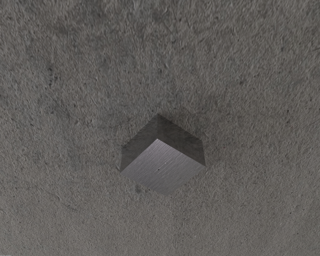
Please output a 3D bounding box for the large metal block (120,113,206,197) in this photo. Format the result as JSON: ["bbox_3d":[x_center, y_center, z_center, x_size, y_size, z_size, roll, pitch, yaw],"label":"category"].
[{"bbox_3d":[0.003,0.039,0.424,0.080,0.050,0.080,31,123,-24],"label":"large metal block"}]
